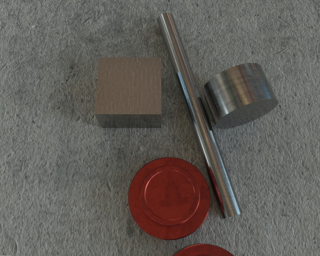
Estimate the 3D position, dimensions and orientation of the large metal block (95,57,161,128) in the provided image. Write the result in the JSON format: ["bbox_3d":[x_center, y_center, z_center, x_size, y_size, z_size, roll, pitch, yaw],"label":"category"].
[{"bbox_3d":[-0.039,-0.046,0.411,0.081,0.050,0.080,0,70,0],"label":"large metal block"}]

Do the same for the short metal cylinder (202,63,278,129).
[{"bbox_3d":[0.100,-0.039,0.394,0.081,0.080,0.050,-16,71,-6],"label":"short metal cylinder"}]

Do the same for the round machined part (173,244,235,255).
[{"bbox_3d":[0.047,0.177,0.335,0.099,0.042,0.098,0,70,0],"label":"round machined part"}]

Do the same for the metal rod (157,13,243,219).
[{"bbox_3d":[0.047,-0.030,0.419,0.025,0.025,0.299,-14,71,-5],"label":"metal rod"}]

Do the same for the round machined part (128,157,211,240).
[{"bbox_3d":[0.011,0.082,0.369,0.099,0.042,0.098,0,70,0],"label":"round machined part"}]
